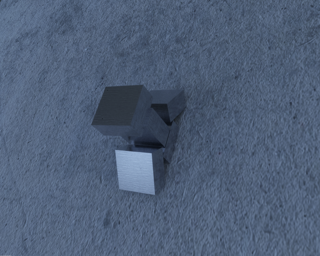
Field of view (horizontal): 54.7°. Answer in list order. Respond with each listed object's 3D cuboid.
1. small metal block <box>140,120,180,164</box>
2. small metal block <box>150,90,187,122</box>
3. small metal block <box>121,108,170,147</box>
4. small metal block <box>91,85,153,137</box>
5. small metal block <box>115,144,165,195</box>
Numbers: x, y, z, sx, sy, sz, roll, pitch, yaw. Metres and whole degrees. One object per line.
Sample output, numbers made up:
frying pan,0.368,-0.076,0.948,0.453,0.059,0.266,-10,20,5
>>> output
small metal block,-0.007,0.017,0.398,0.050,0.025,0.050,3,63,29
small metal block,0.000,-0.030,0.407,0.050,0.025,0.050,3,27,29
small metal block,-0.023,-0.001,0.368,0.050,0.050,0.025,3,63,29
small metal block,-0.041,-0.019,0.341,0.050,0.025,0.050,1,62,28
small metal block,-0.023,0.049,0.370,0.050,0.025,0.050,2,103,29
